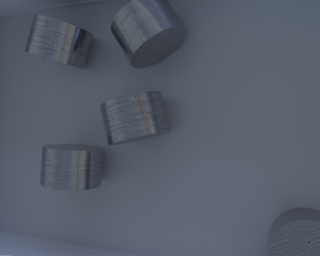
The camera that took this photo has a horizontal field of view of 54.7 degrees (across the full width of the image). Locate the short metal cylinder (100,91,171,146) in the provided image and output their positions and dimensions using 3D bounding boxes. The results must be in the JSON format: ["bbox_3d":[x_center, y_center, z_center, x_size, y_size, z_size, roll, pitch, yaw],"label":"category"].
[{"bbox_3d":[-0.031,-0.011,0.392,0.080,0.080,0.050,-15,85,19],"label":"short metal cylinder"}]

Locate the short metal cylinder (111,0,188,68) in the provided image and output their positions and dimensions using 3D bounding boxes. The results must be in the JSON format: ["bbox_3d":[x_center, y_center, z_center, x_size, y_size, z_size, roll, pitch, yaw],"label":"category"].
[{"bbox_3d":[-0.013,-0.119,0.386,0.080,0.080,0.050,-34,79,17],"label":"short metal cylinder"}]

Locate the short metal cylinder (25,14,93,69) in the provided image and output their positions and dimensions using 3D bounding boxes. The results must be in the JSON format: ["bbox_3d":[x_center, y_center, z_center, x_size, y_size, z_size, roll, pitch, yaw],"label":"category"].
[{"bbox_3d":[-0.139,-0.118,0.430,0.080,0.080,0.050,19,97,19],"label":"short metal cylinder"}]

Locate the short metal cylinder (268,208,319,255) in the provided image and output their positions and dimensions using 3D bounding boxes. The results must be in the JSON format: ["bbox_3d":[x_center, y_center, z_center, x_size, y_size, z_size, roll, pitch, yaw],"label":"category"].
[{"bbox_3d":[0.162,0.133,0.340,0.080,0.050,0.080,0,90,20],"label":"short metal cylinder"}]

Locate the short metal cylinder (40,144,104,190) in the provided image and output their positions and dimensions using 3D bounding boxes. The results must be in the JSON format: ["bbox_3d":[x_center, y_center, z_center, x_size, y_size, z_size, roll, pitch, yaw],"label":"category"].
[{"bbox_3d":[-0.120,0.051,0.423,0.080,0.080,0.050,5,92,20],"label":"short metal cylinder"}]
